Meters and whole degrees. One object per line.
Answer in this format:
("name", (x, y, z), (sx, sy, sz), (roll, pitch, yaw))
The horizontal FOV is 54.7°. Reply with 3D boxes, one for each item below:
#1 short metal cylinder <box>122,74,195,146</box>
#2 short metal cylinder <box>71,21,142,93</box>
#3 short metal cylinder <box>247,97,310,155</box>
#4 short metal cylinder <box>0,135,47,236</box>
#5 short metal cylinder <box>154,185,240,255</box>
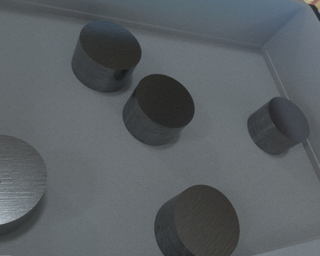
("short metal cylinder", (-0.002, -0.023, 0.404), (0.081, 0.050, 0.080), (14, 56, -21))
("short metal cylinder", (-0.071, -0.094, 0.410), (0.081, 0.050, 0.080), (14, 56, -21))
("short metal cylinder", (0.189, -0.003, 0.496), (0.081, 0.050, 0.080), (14, 56, -21))
("short metal cylinder", (-0.148, 0.053, 0.278), (0.081, 0.050, 0.080), (14, 56, -21))
("short metal cylinder", (0.040, 0.110, 0.346), (0.081, 0.050, 0.080), (14, 56, -21))
